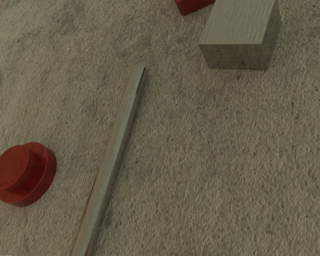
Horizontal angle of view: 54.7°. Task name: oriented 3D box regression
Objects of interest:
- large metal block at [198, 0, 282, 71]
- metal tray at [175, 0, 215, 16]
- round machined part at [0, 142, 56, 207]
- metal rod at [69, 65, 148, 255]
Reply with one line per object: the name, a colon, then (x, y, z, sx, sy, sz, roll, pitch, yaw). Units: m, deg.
large metal block: (0.107, -0.125, 0.408, 0.080, 0.050, 0.080, 9, 66, 32)
metal tray: (0.085, -0.247, 0.507, 0.130, 0.030, 0.090, -18, 54, 17)
round machined part: (-0.208, 0.064, 0.463, 0.098, 0.042, 0.098, -13, 56, 21)
metal rod: (-0.065, 0.043, 0.411, 0.025, 0.025, 0.300, 1, 62, 28)
